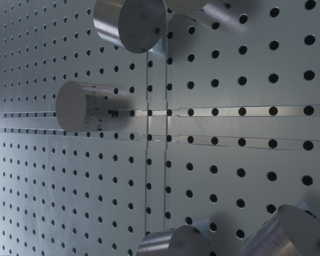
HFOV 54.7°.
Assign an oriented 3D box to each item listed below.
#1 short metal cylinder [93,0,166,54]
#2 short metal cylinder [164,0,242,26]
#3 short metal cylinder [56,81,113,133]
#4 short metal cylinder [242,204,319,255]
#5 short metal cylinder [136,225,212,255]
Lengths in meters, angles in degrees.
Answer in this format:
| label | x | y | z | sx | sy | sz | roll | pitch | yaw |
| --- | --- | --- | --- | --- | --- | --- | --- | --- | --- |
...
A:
| label | x | y | z | sx | sy | sz | roll | pitch | yaw |
| --- | --- | --- | --- | --- | --- | --- | --- | --- | --- |
| short metal cylinder | -0.039 | -0.143 | 0.405 | 0.050 | 0.081 | 0.079 | 30 | 109 | 36 |
| short metal cylinder | 0.049 | -0.163 | 0.352 | 0.080 | 0.050 | 0.079 | 0 | 90 | 40 |
| short metal cylinder | -0.122 | -0.033 | 0.494 | 0.080 | 0.050 | 0.079 | 0 | 90 | 40 |
| short metal cylinder | 0.121 | 0.115 | 0.273 | 0.080 | 0.081 | 0.050 | 48 | 119 | 29 |
| short metal cylinder | 0.018 | 0.158 | 0.359 | 0.050 | 0.081 | 0.080 | -27 | 73 | 37 |
